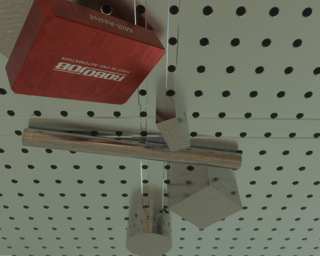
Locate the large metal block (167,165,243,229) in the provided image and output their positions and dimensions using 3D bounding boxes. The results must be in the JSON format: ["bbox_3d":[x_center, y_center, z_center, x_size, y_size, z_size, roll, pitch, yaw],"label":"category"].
[{"bbox_3d":[0.069,0.106,0.486,0.080,0.050,0.080,-36,122,26],"label":"large metal block"}]

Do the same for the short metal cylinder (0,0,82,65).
[{"bbox_3d":[-0.119,-0.106,0.298,0.080,0.050,0.079,0,123,1],"label":"short metal cylinder"}]

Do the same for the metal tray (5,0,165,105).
[{"bbox_3d":[-0.069,-0.068,0.307,0.131,0.030,0.090,3,141,-45],"label":"metal tray"}]

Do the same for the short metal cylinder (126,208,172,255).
[{"bbox_3d":[-0.019,0.187,0.554,0.081,0.050,0.079,0,130,0],"label":"short metal cylinder"}]

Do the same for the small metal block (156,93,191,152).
[{"bbox_3d":[0.016,-0.007,0.389,0.025,0.050,0.050,-18,128,14],"label":"small metal block"}]

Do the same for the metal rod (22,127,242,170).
[{"bbox_3d":[-0.034,0.030,0.436,0.302,0.025,0.025,7,130,-7],"label":"metal rod"}]
